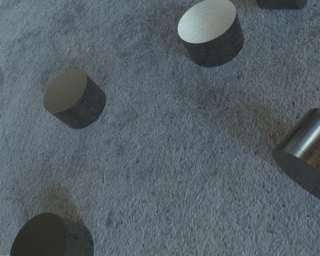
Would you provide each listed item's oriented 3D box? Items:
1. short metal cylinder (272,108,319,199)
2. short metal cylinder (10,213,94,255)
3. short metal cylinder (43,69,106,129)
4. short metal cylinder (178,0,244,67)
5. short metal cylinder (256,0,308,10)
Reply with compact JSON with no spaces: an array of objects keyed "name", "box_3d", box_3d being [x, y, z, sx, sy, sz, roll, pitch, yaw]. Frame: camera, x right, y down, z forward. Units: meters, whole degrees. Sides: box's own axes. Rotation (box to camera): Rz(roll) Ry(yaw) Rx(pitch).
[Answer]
[{"name":"short metal cylinder","box_3d":[0.149,0.028,0.273,0.050,0.080,0.080,-47,51,-5]},{"name":"short metal cylinder","box_3d":[-0.126,0.146,0.365,0.080,0.050,0.080,-13,56,21]},{"name":"short metal cylinder","box_3d":[-0.133,-0.045,0.485,0.080,0.050,0.080,-13,56,21]},{"name":"short metal cylinder","box_3d":[0.071,-0.132,0.431,0.080,0.050,0.080,-13,56,21]},{"name":"short metal cylinder","box_3d":[0.164,-0.197,0.404,0.050,0.080,0.080,16,70,34]}]
